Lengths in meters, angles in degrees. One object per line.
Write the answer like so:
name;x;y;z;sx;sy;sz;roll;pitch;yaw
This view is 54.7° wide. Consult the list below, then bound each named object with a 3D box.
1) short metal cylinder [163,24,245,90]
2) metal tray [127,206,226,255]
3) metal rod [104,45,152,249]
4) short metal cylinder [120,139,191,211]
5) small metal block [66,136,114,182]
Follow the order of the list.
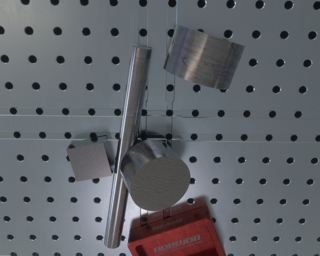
short metal cylinder;0.049;-0.082;0.354;0.080;0.080;0.050;16;109;-6
metal tray;0.027;0.183;0.478;0.130;0.030;0.090;-20;109;7
metal rod;-0.048;0.040;0.427;0.025;0.025;0.298;9;110;-4
short metal cylinder;-0.007;0.061;0.409;0.081;0.050;0.079;-9;116;-19
small metal block;-0.095;0.042;0.428;0.050;0.025;0.050;-10;110;3
